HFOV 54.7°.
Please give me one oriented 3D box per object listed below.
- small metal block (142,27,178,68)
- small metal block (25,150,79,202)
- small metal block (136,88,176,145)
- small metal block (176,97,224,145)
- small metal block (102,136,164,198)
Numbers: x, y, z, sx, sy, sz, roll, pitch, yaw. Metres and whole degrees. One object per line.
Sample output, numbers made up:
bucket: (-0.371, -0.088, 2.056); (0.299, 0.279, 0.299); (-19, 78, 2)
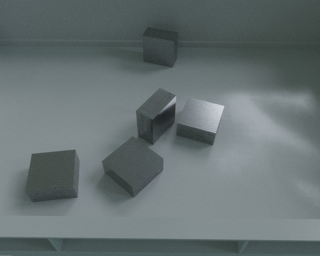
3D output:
small metal block: (0.001, -0.129, 0.497); (0.050, 0.050, 0.025); (13, 52, 11)
small metal block: (-0.122, 0.055, 0.358); (0.050, 0.025, 0.050); (-5, 50, -5)
small metal block: (-0.004, -0.015, 0.401); (0.025, 0.050, 0.050); (28, 56, 22)
small metal block: (0.054, -0.010, 0.414); (0.050, 0.025, 0.050); (15, 52, 12)
small metal block: (-0.031, 0.045, 0.367); (0.050, 0.025, 0.050); (35, 58, 25)
